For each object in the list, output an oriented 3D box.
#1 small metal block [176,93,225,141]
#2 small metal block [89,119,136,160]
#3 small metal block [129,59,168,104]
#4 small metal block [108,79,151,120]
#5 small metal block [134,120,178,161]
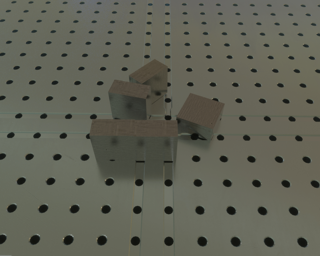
[{"bbox_3d":[0.055,-0.016,0.422,0.050,0.025,0.050,20,53,15],"label":"small metal block"},{"bbox_3d":[-0.055,0.015,0.378,0.050,0.050,0.025,0,50,0],"label":"small metal block"},{"bbox_3d":[-0.015,-0.062,0.443,0.025,0.050,0.050,36,58,27],"label":"small metal block"},{"bbox_3d":[-0.039,-0.035,0.420,0.050,0.050,0.025,11,51,8],"label":"small metal block"},{"bbox_3d":[-0.005,0.016,0.378,0.050,0.050,0.025,0,50,0],"label":"small metal block"}]
